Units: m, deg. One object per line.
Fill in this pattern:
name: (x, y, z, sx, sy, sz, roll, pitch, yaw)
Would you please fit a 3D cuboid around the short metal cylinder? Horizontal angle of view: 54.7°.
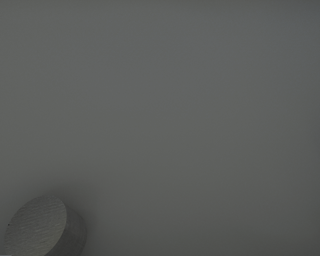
short metal cylinder: (-0.137, 0.130, 0.377, 0.080, 0.050, 0.080, -11, 49, 13)
